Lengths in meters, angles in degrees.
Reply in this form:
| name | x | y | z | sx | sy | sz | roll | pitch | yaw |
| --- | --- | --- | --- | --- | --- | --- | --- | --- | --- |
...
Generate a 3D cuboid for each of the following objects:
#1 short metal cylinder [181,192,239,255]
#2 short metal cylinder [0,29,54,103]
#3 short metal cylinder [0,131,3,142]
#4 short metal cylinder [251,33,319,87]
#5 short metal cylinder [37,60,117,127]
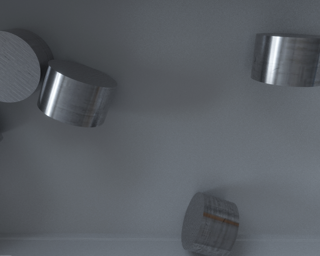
| name | x | y | z | sx | sy | sz | roll | pitch | yaw |
| --- | --- | --- | --- | --- | --- | --- | --- | --- | --- |
| short metal cylinder | 0.068 | 0.136 | 0.433 | 0.050 | 0.080 | 0.079 | 19 | 109 | -7 |
| short metal cylinder | -0.174 | -0.075 | 0.368 | 0.081 | 0.050 | 0.079 | 0 | 110 | -1 |
| short metal cylinder | -0.245 | 0.005 | 0.380 | 0.080 | 0.080 | 0.050 | -14 | 110 | 5 |
| short metal cylinder | 0.149 | -0.080 | 0.355 | 0.081 | 0.080 | 0.050 | 1 | 110 | -1 |
| short metal cylinder | -0.097 | -0.042 | 0.365 | 0.080 | 0.080 | 0.050 | 20 | 109 | -8 |
